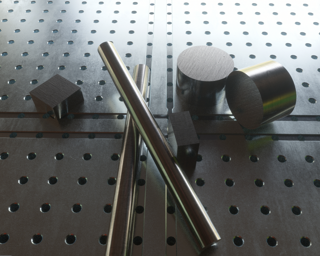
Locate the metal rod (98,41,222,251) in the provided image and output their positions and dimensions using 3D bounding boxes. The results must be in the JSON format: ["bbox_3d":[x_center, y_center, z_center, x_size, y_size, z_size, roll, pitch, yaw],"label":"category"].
[{"bbox_3d":[-0.014,0.001,0.379,0.025,0.025,0.299,-20,61,-16],"label":"metal rod"}]

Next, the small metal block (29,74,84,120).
[{"bbox_3d":[-0.147,-0.045,0.445,0.050,0.025,0.050,31,56,23],"label":"small metal block"}]

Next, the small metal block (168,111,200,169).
[{"bbox_3d":[0.027,0.016,0.378,0.025,0.050,0.050,-8,51,-7],"label":"small metal block"}]

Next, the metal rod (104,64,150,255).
[{"bbox_3d":[-0.036,0.025,0.386,0.025,0.025,0.300,2,50,2],"label":"metal rod"}]

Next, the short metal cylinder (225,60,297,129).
[{"bbox_3d":[0.130,-0.044,0.410,0.050,0.080,0.080,-20,53,-16],"label":"short metal cylinder"}]

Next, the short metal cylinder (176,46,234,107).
[{"bbox_3d":[0.064,-0.077,0.456,0.081,0.050,0.080,0,50,0],"label":"short metal cylinder"}]
